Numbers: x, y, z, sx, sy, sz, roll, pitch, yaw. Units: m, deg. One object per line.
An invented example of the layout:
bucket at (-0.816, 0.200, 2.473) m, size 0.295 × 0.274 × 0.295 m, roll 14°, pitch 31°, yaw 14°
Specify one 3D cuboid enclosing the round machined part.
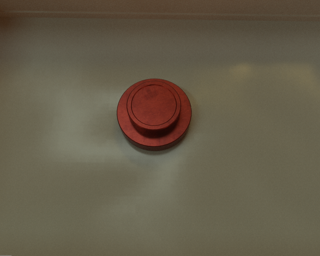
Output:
round machined part at (-0.007, -0.022, 0.406) m, size 0.099 × 0.042 × 0.098 m, roll 0°, pitch 70°, yaw 0°
